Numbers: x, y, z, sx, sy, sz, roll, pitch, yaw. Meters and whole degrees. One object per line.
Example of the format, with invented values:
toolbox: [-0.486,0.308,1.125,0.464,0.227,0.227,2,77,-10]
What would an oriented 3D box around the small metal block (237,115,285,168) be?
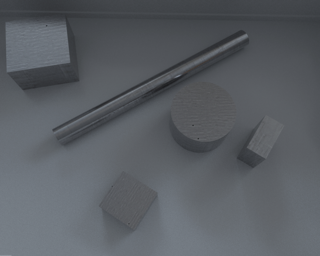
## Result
small metal block: [0.126,0.018,0.391,0.025,0.050,0.050,32,73,10]

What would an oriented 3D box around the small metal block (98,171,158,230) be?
small metal block: [-0.038,0.088,0.377,0.050,0.025,0.050,31,73,10]

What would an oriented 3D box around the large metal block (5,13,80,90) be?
large metal block: [-0.163,-0.106,0.433,0.081,0.050,0.080,-10,70,-4]

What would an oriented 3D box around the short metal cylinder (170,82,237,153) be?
short metal cylinder: [0.053,-0.013,0.402,0.081,0.050,0.080,0,70,0]

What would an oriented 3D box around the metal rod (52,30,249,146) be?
metal rod: [-0.005,-0.061,0.431,0.302,0.025,0.025,-30,73,-11]
